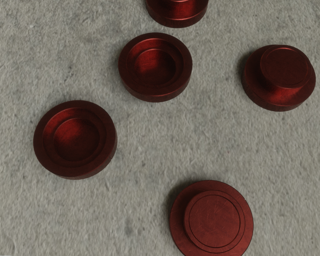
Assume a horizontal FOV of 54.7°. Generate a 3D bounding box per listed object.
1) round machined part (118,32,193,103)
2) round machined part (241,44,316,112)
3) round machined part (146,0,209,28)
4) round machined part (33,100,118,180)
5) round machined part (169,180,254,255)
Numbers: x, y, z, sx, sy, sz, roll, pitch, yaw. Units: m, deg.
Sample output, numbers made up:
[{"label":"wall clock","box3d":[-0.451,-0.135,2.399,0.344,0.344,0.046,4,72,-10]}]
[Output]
[{"label":"round machined part","box3d":[-0.006,-0.079,0.428,0.099,0.042,0.098,0,70,-1]},{"label":"round machined part","box3d":[0.167,-0.075,0.429,0.099,0.042,0.098,0,70,-1]},{"label":"round machined part","box3d":[0.027,-0.207,0.475,0.099,0.042,0.098,0,70,-1]},{"label":"round machined part","box3d":[-0.103,0.017,0.391,0.099,0.042,0.098,0,70,-1]},{"label":"round machined part","box3d":[0.060,0.109,0.360,0.099,0.042,0.098,0,70,-1]}]
